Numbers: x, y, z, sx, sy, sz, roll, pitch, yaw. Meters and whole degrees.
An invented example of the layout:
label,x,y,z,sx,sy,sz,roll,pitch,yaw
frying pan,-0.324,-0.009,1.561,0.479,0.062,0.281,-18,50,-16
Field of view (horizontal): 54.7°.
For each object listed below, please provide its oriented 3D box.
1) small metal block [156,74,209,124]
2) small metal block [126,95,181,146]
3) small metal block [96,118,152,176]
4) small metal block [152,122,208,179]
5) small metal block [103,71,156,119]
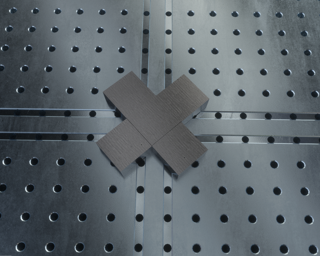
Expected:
label,x,y,z,sx,sy,sz,roll,pitch,yaw
small metal block,0.030,-0.037,0.425,0.050,0.025,0.050,-39,75,-13
small metal block,-0.008,-0.007,0.413,0.050,0.025,0.050,-39,75,-13
small metal block,-0.046,0.025,0.402,0.050,0.025,0.050,-39,75,-13
small metal block,0.025,0.029,0.401,0.050,0.025,0.050,-39,75,-13
small metal block,-0.041,-0.042,0.426,0.050,0.025,0.050,-39,75,-13
